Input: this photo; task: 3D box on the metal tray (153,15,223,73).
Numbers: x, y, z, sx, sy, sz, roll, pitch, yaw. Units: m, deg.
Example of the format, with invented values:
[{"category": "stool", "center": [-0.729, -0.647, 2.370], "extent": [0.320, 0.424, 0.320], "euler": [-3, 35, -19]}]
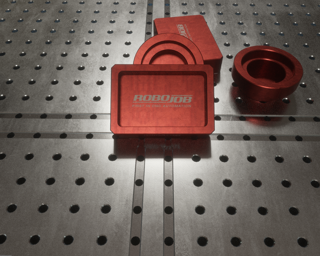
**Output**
[{"category": "metal tray", "center": [0.043, -0.141, 0.524], "extent": [0.091, 0.030, 0.130], "euler": [-7, 50, -7]}]

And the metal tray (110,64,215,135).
[{"category": "metal tray", "center": [0.003, -0.035, 0.404], "extent": [0.131, 0.030, 0.089], "euler": [0, 85, -1]}]

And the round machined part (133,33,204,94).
[{"category": "round machined part", "center": [0.012, -0.082, 0.444], "extent": [0.099, 0.042, 0.097], "euler": [0, 90, -1]}]

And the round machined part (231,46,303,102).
[{"category": "round machined part", "center": [0.156, -0.077, 0.464], "extent": [0.099, 0.042, 0.098], "euler": [0, 50, 0]}]
